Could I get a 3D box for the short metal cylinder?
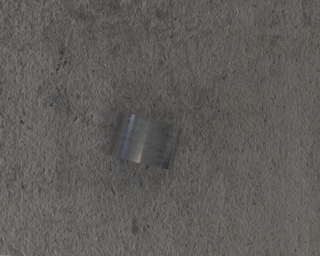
[{"bbox_3d":[-0.018,0.016,0.373,0.080,0.080,0.050,16,85,-19],"label":"short metal cylinder"}]
